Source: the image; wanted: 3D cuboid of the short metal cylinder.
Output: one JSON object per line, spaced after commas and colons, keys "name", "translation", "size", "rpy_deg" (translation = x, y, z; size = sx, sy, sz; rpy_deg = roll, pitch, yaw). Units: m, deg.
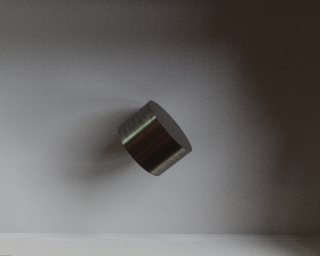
{"name": "short metal cylinder", "translation": [-0.005, 0.012, 0.384], "size": [0.050, 0.080, 0.080], "rpy_deg": [-40, 106, 13]}
